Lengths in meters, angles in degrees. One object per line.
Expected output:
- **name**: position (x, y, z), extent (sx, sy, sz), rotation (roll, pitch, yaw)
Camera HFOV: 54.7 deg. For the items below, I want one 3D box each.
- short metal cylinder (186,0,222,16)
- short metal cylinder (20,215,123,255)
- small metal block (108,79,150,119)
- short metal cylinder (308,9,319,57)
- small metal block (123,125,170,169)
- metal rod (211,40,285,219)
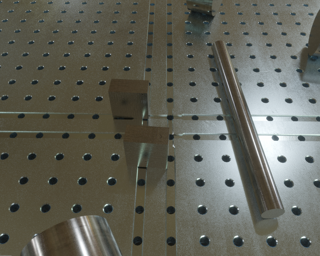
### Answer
- **short metal cylinder**: position (0.089, -0.261, 0.592), extent (0.050, 0.080, 0.080), rotation (20, 53, 16)
- **short metal cylinder**: position (-0.073, 0.121, 0.269), extent (0.081, 0.080, 0.050), rotation (-22, 54, -17)
- **small metal block**: position (-0.041, -0.039, 0.424), extent (0.050, 0.050, 0.025), rotation (3, 50, 2)
- **short metal cylinder**: position (0.281, -0.154, 0.503), extent (0.050, 0.080, 0.080), rotation (10, 51, 9)
- **small metal block**: position (-0.015, 0.023, 0.372), extent (0.050, 0.050, 0.025), rotation (4, 50, 3)
- **metal rod**: position (0.110, -0.023, 0.427), extent (0.025, 0.025, 0.300), rotation (-3, 50, -3)
